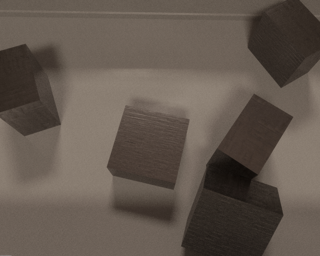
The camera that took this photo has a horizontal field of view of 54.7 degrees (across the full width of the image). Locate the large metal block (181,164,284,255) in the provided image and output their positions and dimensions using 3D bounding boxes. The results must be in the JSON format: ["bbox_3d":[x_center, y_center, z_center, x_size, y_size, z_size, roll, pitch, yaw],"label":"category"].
[{"bbox_3d":[0.076,0.098,0.340,0.080,0.050,0.079,18,114,6],"label":"large metal block"}]

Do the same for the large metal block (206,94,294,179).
[{"bbox_3d":[0.105,0.018,0.375,0.050,0.080,0.080,34,73,11],"label":"large metal block"}]

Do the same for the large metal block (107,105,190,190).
[{"bbox_3d":[-0.012,0.025,0.387,0.080,0.050,0.080,13,70,4],"label":"large metal block"}]

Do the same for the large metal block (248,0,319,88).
[{"bbox_3d":[0.175,-0.115,0.425,0.050,0.080,0.080,-30,73,-10],"label":"large metal block"}]

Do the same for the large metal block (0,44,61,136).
[{"bbox_3d":[-0.172,-0.045,0.395,0.050,0.080,0.080,-19,71,-7],"label":"large metal block"}]
